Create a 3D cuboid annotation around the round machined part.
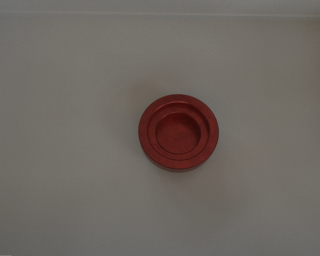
[{"bbox_3d":[0.023,0.010,0.397,0.099,0.042,0.098,0,70,0],"label":"round machined part"}]
